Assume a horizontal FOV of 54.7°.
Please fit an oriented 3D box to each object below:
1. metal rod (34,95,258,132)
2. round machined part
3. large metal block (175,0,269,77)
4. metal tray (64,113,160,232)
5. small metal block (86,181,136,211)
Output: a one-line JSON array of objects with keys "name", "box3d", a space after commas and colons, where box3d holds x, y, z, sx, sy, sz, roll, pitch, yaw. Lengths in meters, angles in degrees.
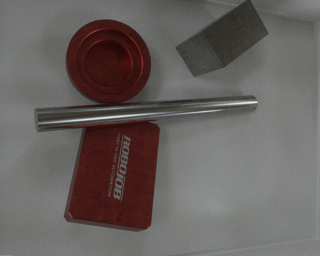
[{"name": "metal rod", "box3d": [0.005, -0.022, 0.390, 0.303, 0.025, 0.025, -6, 92, -29]}, {"name": "round machined part", "box3d": [-0.064, -0.077, 0.378, 0.099, 0.042, 0.097, 0, 90, -20]}, {"name": "large metal block", "box3d": [0.079, -0.116, 0.412, 0.080, 0.080, 0.050, -38, 103, -16]}, {"name": "metal tray", "box3d": [-0.052, 0.048, 0.363, 0.091, 0.030, 0.130, 16, 61, -20]}, {"name": "small metal block", "box3d": [-0.061, 0.081, 0.376, 0.050, 0.050, 0.025, 5, 89, -20]}]
